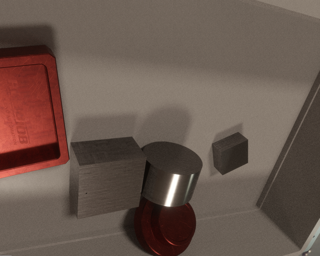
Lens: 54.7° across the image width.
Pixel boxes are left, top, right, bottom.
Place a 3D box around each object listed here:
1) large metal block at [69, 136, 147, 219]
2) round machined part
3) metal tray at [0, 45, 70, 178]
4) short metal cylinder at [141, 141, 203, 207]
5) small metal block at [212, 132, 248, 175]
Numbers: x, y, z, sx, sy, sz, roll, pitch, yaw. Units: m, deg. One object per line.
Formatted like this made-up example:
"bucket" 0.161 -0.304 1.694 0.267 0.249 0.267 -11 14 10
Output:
"large metal block" -0.069 0.061 0.394 0.081 0.050 0.079 -5 121 -26
"round machined part" 0.015 0.138 0.456 0.099 0.098 0.042 13 155 -34
"metal tray" -0.148 -0.014 0.316 0.091 0.030 0.129 -12 124 -23
"short metal cylinder" 0.012 0.060 0.418 0.081 0.080 0.050 0 119 -29
"small metal block" 0.114 0.041 0.499 0.050 0.025 0.050 -23 127 -15
